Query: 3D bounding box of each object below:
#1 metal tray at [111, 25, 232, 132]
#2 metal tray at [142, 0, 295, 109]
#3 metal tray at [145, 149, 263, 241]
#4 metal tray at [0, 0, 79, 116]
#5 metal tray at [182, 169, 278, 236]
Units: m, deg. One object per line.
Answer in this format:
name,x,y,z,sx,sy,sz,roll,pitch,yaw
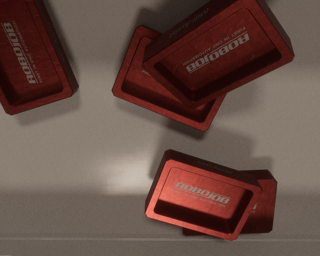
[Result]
metal tray,0.017,-0.061,0.386,0.131,0.030,0.089,22,108,-8
metal tray,0.057,-0.078,0.325,0.130,0.030,0.090,-26,132,34
metal tray,0.055,0.090,0.410,0.131,0.030,0.089,18,109,-7
metal tray,-0.166,-0.089,0.373,0.090,0.030,0.129,-17,110,5
metal tray,0.097,0.109,0.450,0.131,0.030,0.089,-2,110,0
